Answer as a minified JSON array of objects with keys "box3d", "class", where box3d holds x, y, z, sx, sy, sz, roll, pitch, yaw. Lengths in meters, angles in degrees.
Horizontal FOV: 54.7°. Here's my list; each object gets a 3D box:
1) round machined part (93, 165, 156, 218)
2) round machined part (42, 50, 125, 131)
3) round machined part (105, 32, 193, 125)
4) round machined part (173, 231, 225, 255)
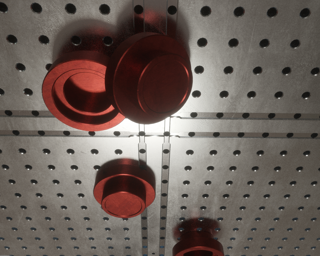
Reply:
[{"box3d":[-0.056,0.106,0.490,0.099,0.042,0.097,-1,130,0],"class":"round machined part"},{"box3d":[-0.081,-0.046,0.360,0.099,0.042,0.097,-1,130,0],"class":"round machined part"},{"box3d":[-0.004,-0.049,0.328,0.099,0.042,0.097,-16,120,-30],"class":"round machined part"},{"box3d":[0.073,0.237,0.604,0.099,0.042,0.097,-1,130,0],"class":"round machined part"}]
